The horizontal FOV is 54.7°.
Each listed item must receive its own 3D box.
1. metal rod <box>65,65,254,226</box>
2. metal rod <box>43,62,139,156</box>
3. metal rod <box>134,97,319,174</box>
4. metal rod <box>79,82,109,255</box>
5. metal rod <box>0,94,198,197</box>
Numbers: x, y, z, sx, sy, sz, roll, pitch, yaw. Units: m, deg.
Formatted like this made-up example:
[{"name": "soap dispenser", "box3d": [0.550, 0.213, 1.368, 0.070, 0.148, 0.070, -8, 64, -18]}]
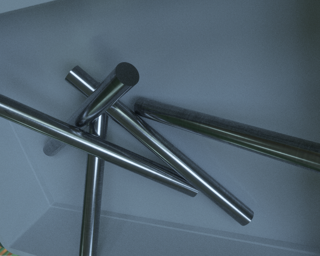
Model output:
[{"name": "metal rod", "box3d": [0.004, 0.027, 0.404, 0.300, 0.025, 0.025, 40, 129, -7]}, {"name": "metal rod", "box3d": [-0.109, -0.007, 0.413, 0.025, 0.025, 0.299, 50, 144, -8]}, {"name": "metal rod", "box3d": [0.083, 0.008, 0.308, 0.300, 0.025, 0.025, 19, 128, 41]}, {"name": "metal rod", "box3d": [-0.093, 0.087, 0.431, 0.025, 0.025, 0.298, 8, 97, 24]}, {"name": "metal rod", "box3d": [-0.082, 0.024, 0.398, 0.301, 0.025, 0.025, 25, 131, -15]}]
